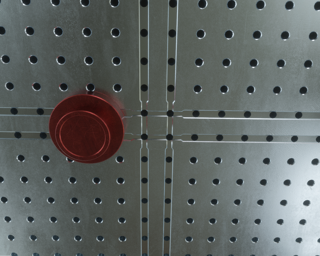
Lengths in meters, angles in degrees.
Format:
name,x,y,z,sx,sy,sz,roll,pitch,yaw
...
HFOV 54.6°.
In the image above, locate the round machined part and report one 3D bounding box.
name,x,y,z,sx,sy,sz,roll,pitch,yaw
round machined part,-0.096,0.004,0.405,0.099,0.042,0.097,0,110,0
